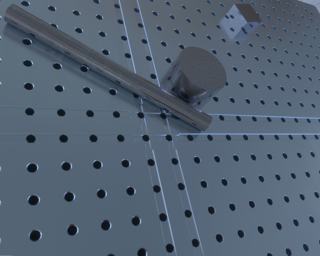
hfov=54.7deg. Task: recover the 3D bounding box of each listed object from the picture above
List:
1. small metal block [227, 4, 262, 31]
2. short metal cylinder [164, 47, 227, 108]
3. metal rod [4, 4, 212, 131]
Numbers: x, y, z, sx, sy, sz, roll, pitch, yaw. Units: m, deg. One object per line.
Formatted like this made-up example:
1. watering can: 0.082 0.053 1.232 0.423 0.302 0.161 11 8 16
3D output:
1. small metal block: 0.178 -0.232 0.649 0.050 0.025 0.050 -16 70 -35
2. short metal cylinder: 0.053 -0.075 0.469 0.081 0.050 0.080 14 56 -21
3. metal rod: -0.061 -0.076 0.422 0.301 0.025 0.025 28 52 -11
